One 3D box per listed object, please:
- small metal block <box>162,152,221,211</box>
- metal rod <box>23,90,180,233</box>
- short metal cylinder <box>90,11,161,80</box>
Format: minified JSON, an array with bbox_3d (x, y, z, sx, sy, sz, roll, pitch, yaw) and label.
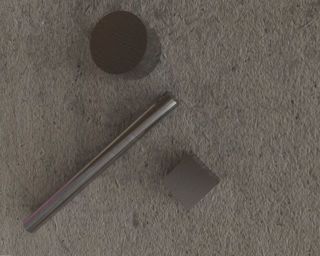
[{"bbox_3d":[0.040,0.067,0.395,0.050,0.025,0.050,46,104,14],"label":"small metal block"},{"bbox_3d":[-0.091,0.056,0.441,0.299,0.025,0.025,-41,77,15],"label":"metal rod"},{"bbox_3d":[-0.044,-0.107,0.411,0.080,0.050,0.079,0,90,20],"label":"short metal cylinder"}]
